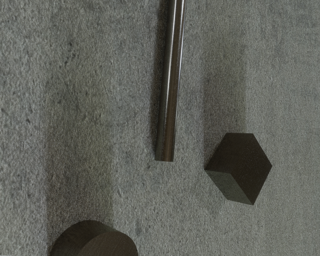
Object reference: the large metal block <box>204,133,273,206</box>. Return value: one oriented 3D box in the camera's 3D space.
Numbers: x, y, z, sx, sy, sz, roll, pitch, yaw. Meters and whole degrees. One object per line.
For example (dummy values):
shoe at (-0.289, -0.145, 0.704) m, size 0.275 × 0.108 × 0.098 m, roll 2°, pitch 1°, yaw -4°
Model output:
large metal block at (0.128, 0.064, 0.499) m, size 0.080 × 0.050 × 0.080 m, roll 52°, pitch 60°, yaw -28°

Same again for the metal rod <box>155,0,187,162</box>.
metal rod at (0.018, -0.104, 0.421) m, size 0.025 × 0.025 × 0.298 m, roll 8°, pitch 85°, yaw -40°

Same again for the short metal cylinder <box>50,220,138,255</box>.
short metal cylinder at (-0.070, 0.145, 0.331) m, size 0.081 × 0.050 × 0.079 m, roll 0°, pitch 90°, yaw -40°
